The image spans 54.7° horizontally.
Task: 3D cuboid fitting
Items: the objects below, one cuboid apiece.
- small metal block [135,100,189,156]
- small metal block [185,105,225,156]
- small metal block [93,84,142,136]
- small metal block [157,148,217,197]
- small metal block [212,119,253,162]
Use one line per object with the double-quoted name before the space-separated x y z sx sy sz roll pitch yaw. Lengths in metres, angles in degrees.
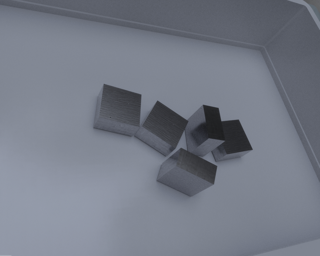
"small metal block" 0.003 0.000 0.405 0.050 0.025 0.050 34 51 -7
"small metal block" 0.059 0.004 0.418 0.025 0.050 0.050 10 58 -24
"small metal block" -0.052 -0.022 0.389 0.050 0.025 0.050 14 56 -21
"small metal block" 0.032 0.054 0.372 0.050 0.050 0.025 27 53 -12
"small metal block" 0.098 0.017 0.447 0.050 0.025 0.050 -6 65 -31
